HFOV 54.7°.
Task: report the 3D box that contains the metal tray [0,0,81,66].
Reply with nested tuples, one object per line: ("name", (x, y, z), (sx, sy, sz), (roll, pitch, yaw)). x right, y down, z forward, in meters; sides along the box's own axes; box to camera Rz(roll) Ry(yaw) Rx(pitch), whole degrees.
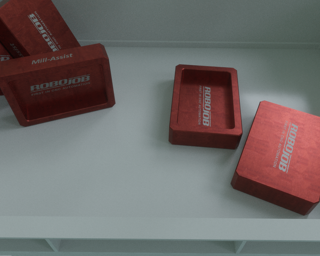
("metal tray", (-0.167, -0.125, 0.439), (0.030, 0.130, 0.090), (-3, 46, 30))

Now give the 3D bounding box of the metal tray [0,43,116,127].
("metal tray", (-0.130, -0.055, 0.407), (0.131, 0.089, 0.030), (-14, 52, -12))

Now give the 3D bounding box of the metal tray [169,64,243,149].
("metal tray", (0.062, -0.034, 0.430), (0.091, 0.030, 0.130), (5, 50, 3))

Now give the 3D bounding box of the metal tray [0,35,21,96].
("metal tray", (-0.238, -0.085, 0.395), (0.030, 0.089, 0.131), (9, 15, 37))

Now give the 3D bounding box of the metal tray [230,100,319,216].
("metal tray", (0.150, 0.030, 0.379), (0.090, 0.030, 0.130), (20, 53, 15))
